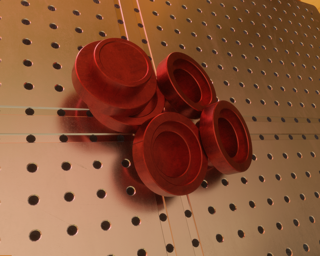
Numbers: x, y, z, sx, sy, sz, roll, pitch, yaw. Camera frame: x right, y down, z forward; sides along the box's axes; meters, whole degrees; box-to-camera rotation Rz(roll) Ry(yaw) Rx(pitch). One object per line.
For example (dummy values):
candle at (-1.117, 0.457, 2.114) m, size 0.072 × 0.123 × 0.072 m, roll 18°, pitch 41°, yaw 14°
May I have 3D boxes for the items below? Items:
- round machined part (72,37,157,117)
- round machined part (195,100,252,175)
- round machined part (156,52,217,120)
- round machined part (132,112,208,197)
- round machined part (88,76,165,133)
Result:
round machined part at (-0.048, -0.065, 0.358) m, size 0.099 × 0.042 × 0.098 m, roll 14°, pitch 56°, yaw -21°
round machined part at (0.082, 0.015, 0.419) m, size 0.098 × 0.042 × 0.098 m, roll 24°, pitch 56°, yaw -42°
round machined part at (0.032, -0.055, 0.438) m, size 0.098 × 0.042 × 0.098 m, roll 27°, pitch 47°, yaw -32°
round machined part at (0.008, 0.033, 0.372) m, size 0.099 × 0.042 × 0.098 m, roll 13°, pitch 68°, yaw -35°
round machined part at (-0.047, -0.036, 0.394) m, size 0.099 × 0.042 × 0.098 m, roll 14°, pitch 56°, yaw -21°
